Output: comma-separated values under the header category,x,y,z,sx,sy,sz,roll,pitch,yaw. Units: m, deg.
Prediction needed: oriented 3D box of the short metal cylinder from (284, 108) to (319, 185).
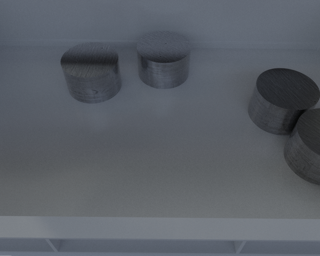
category,x,y,z,sx,sy,sz,roll,pitch,yaw
short metal cylinder,0.198,0.022,0.373,0.081,0.050,0.080,0,50,0

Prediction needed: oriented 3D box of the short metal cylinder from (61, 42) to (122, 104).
category,x,y,z,sx,sy,sz,roll,pitch,yaw
short metal cylinder,-0.099,-0.082,0.456,0.081,0.050,0.080,0,50,0

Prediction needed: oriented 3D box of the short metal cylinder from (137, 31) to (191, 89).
category,x,y,z,sx,sy,sz,roll,pitch,yaw
short metal cylinder,0.006,-0.106,0.478,0.081,0.050,0.080,0,50,0

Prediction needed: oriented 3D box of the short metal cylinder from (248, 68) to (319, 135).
category,x,y,z,sx,sy,sz,roll,pitch,yaw
short metal cylinder,0.166,-0.036,0.422,0.081,0.050,0.080,0,50,0
